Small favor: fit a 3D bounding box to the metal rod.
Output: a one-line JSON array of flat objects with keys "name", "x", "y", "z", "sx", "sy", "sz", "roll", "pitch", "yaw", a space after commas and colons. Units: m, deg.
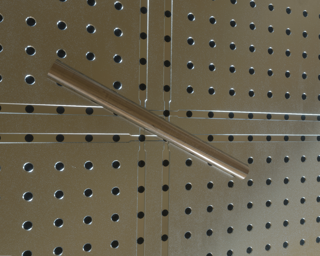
[{"name": "metal rod", "x": -0.002, "y": -0.003, "z": 0.413, "sx": 0.301, "sy": 0.025, "sz": 0.025, "roll": 28, "pitch": 81, "yaw": -18}]
